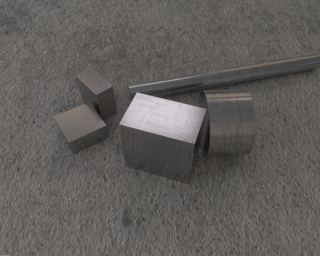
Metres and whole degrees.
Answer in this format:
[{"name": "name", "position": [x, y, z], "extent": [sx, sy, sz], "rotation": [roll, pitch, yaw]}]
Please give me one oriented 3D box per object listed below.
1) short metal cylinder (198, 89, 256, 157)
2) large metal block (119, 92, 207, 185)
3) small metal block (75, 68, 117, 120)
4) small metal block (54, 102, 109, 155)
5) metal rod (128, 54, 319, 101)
[{"name": "short metal cylinder", "position": [0.077, -0.006, 0.374], "extent": [0.050, 0.080, 0.080], "rotation": [-3, 50, -2]}, {"name": "large metal block", "position": [0.004, 0.013, 0.357], "extent": [0.080, 0.080, 0.050], "rotation": [14, 52, 12]}, {"name": "small metal block", "position": [-0.087, -0.046, 0.425], "extent": [0.025, 0.050, 0.050], "rotation": [-34, 58, -25]}, {"name": "small metal block", "position": [-0.102, -0.001, 0.403], "extent": [0.050, 0.025, 0.050], "rotation": [-26, 55, -21]}, {"name": "metal rod", "position": [0.103, -0.078, 0.469], "extent": [0.302, 0.025, 0.025], "rotation": [-11, 51, -10]}]
